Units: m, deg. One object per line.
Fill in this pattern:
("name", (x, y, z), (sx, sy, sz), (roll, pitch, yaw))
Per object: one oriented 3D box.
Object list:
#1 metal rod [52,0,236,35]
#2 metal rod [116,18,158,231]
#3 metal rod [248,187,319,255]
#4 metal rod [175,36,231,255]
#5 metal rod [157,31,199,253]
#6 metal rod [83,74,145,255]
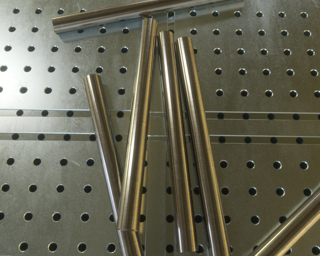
("metal rod", (-0.012, -0.186, 0.479), (0.302, 0.025, 0.025), (-13, 71, -5))
("metal rod", (-0.026, -0.022, 0.406), (0.025, 0.025, 0.299), (4, 65, 1))
("metal rod", (0.154, 0.123, 0.367), (0.301, 0.025, 0.025), (-38, 74, -13))
("metal rod", (0.053, 0.012, 0.407), (0.025, 0.025, 0.299), (-6, 70, -2))
("metal rod", (0.020, 0.003, 0.410), (0.025, 0.025, 0.299), (-4, 70, -2))
("metal rod", (-0.055, 0.066, 0.387), (0.025, 0.025, 0.299), (-15, 71, -5))
